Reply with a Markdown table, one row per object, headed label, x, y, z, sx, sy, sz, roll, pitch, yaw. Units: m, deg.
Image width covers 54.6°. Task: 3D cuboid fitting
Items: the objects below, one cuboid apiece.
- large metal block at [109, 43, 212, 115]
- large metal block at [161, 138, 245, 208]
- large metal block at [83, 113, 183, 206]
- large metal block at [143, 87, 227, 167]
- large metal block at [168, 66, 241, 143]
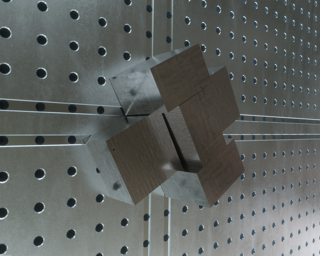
| label | x | y | z | sx | sy | sz | roll | pitch | yaw |
| --- | --- | --- | --- | --- | --- | --- | --- | --- | --- |
| large metal block | 0.001 | -0.057 | 0.372 | 0.080 | 0.080 | 0.050 | -35 | 111 | -34 |
| large metal block | 0.052 | 0.055 | 0.416 | 0.080 | 0.080 | 0.050 | -36 | 112 | -35 |
| large metal block | -0.030 | 0.031 | 0.368 | 0.080 | 0.050 | 0.080 | -33 | 110 | -35 |
| large metal block | 0.027 | -0.001 | 0.395 | 0.050 | 0.080 | 0.080 | -36 | 112 | -34 |
| large metal block | 0.062 | -0.034 | 0.443 | 0.080 | 0.050 | 0.080 | -36 | 114 | -34 |
